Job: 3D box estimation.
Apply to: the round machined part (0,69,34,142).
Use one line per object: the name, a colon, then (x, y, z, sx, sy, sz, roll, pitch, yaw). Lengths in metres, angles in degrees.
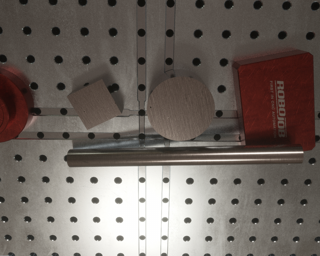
round machined part: (-0.217, -0.025, 0.392, 0.099, 0.042, 0.097, 0, 110, -1)

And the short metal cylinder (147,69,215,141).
short metal cylinder: (0.025, -0.030, 0.389, 0.081, 0.050, 0.079, 0, 110, -1)

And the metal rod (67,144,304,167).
metal rod: (0.026, 0.037, 0.407, 0.302, 0.025, 0.025, -2, 110, 8)

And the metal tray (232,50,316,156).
metal tray: (0.149, -0.028, 0.403, 0.090, 0.030, 0.129, -11, 110, 3)

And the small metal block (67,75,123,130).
small metal block: (-0.082, -0.033, 0.400, 0.050, 0.025, 0.050, -25, 109, 8)
